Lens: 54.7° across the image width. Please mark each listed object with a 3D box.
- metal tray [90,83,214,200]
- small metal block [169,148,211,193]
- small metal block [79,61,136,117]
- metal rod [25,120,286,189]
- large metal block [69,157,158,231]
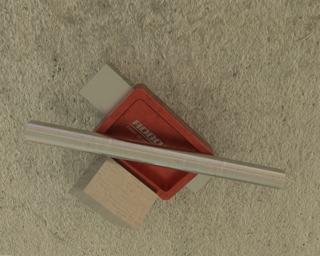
[{"bbox_3d":[-0.008,0.020,0.388,0.130,0.030,0.090,42,104,-14],"label":"metal tray"},{"bbox_3d":[0.046,0.054,0.431,0.050,0.025,0.050,37,106,-13],"label":"small metal block"},{"bbox_3d":[-0.064,-0.048,0.392,0.050,0.025,0.050,43,104,-15],"label":"small metal block"},{"bbox_3d":[-0.001,0.033,0.364,0.302,0.025,0.025,11,110,-5],"label":"metal rod"},{"bbox_3d":[-0.063,0.086,0.403,0.080,0.080,0.050,41,63,-14],"label":"large metal block"}]
